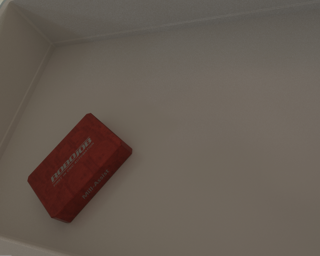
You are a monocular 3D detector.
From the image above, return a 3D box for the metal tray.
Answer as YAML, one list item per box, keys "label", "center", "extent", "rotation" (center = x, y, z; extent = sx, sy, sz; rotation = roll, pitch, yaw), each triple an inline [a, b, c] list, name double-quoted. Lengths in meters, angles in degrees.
- label: "metal tray"
  center: [-0.112, 0.052, 0.428]
  extent: [0.130, 0.030, 0.090]
  rotation: [-48, 52, -7]
